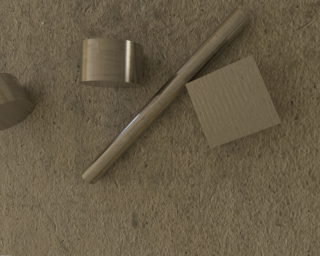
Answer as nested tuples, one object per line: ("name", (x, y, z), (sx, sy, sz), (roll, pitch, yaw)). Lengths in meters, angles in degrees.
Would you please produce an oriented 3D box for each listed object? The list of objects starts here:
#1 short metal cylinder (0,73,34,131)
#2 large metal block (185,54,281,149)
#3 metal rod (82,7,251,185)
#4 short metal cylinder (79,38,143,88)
("short metal cylinder", (-0.241, -0.037, 0.465), (0.080, 0.080, 0.050), (-38, 78, 16))
("large metal block", (0.087, -0.028, 0.365), (0.080, 0.050, 0.080), (-22, 83, 18))
("metal rod", (-0.001, -0.033, 0.409), (0.299, 0.025, 0.025), (-46, 76, 14))
("short metal cylinder", (-0.062, -0.081, 0.402), (0.080, 0.080, 0.050), (2, 91, 20))
